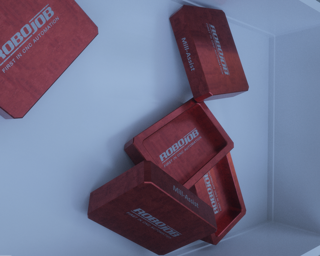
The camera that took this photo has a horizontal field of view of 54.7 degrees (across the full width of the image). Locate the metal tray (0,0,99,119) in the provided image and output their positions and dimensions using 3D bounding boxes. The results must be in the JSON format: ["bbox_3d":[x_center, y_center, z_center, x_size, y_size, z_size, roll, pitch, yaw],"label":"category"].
[{"bbox_3d":[-0.131,-0.083,0.294,0.090,0.030,0.130,48,62,-30],"label":"metal tray"}]

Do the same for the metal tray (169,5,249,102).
[{"bbox_3d":[0.072,-0.107,0.445,0.091,0.030,0.129,-12,83,-40],"label":"metal tray"}]

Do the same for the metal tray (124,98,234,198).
[{"bbox_3d":[0.029,0.024,0.408,0.131,0.030,0.090,-35,89,-35],"label":"metal tray"}]

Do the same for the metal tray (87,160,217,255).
[{"bbox_3d":[-0.006,0.099,0.361,0.130,0.090,0.030,41,27,-33],"label":"metal tray"}]

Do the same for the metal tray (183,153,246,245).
[{"bbox_3d":[0.082,0.098,0.474,0.091,0.030,0.129,-30,109,-36],"label":"metal tray"}]
